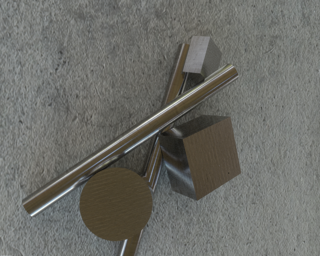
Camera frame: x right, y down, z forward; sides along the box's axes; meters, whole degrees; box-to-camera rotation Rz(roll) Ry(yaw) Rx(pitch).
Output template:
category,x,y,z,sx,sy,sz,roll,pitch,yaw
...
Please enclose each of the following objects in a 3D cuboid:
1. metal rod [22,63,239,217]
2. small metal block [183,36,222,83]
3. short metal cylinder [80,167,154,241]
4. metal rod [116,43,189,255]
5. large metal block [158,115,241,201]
category,x,y,z,sx,sy,sz,roll,pitch,yaw
metal rod,-0.028,0.009,0.382,0.301,0.025,0.025,-34,102,-10
small metal block,0.058,-0.089,0.419,0.050,0.025,0.050,25,79,-59
short metal cylinder,-0.048,0.086,0.366,0.080,0.050,0.080,0,84,0
metal rod,-0.004,0.033,0.408,0.025,0.025,0.299,18,84,-19
large metal block,0.053,0.034,0.401,0.081,0.050,0.080,-23,107,-31
